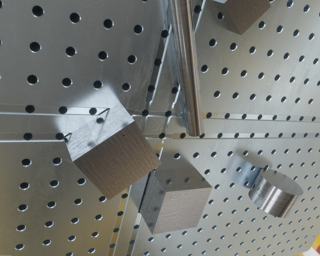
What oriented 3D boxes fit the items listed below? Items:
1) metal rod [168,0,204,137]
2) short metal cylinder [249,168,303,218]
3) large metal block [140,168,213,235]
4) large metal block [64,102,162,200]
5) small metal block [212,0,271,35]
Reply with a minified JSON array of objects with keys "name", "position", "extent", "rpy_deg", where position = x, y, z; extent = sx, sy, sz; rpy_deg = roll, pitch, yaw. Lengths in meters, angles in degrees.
[{"name":"metal rod","position":[0.026,-0.114,0.356],"extent":[0.025,0.025,0.298],"rpy_deg":[-23,127,-15]},{"name":"short metal cylinder","position":[0.211,0.118,0.567],"extent":[0.081,0.080,0.050],"rpy_deg":[7,115,-32]},{"name":"large metal block","position":[0.023,0.111,0.478],"extent":[0.081,0.050,0.079],"rpy_deg":[1,118,-30]},{"name":"large metal block","position":[-0.057,0.029,0.383],"extent":[0.080,0.050,0.080],"rpy_deg":[-34,129,-6]},{"name":"small metal block","position":[0.099,-0.151,0.374],"extent":[0.050,0.025,0.050],"rpy_deg":[-44,130,2]}]
